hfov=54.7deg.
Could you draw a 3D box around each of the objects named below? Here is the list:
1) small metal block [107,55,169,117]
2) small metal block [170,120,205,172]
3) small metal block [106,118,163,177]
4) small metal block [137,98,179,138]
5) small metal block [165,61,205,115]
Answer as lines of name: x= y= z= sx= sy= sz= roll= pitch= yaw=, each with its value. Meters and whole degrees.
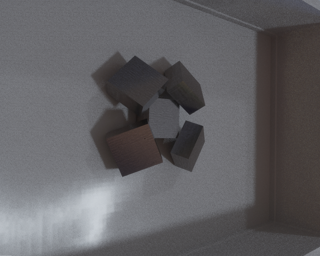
small metal block: x=-0.026 y=-0.049 z=0.365 sx=0.050 sy=0.025 sz=0.050 roll=37 pitch=62 yaw=7
small metal block: x=0.039 y=0.026 z=0.422 sx=0.050 sy=0.025 sz=0.050 roll=-63 pitch=159 yaw=-21
small metal block: x=-0.029 y=0.023 z=0.364 sx=0.050 sy=0.025 sz=0.050 roll=-20 pitch=107 yaw=0
small metal block: x=-0.002 y=-0.012 z=0.401 sx=0.050 sy=0.025 sz=0.050 roll=2 pitch=89 yaw=-40
small metal block: x=0.033 y=-0.054 z=0.416 sx=0.050 sy=0.025 sz=0.050 roll=42 pitch=27 yaw=-32
